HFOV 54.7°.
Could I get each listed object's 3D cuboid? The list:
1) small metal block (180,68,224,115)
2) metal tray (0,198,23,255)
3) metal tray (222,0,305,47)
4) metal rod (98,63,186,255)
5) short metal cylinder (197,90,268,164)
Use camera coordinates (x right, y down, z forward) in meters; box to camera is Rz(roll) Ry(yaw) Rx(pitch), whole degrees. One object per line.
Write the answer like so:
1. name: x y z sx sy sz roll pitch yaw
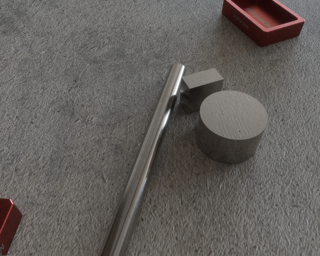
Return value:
1. small metal block: 0.057 -0.051 0.430 0.050 0.050 0.025 -18 53 -15
2. metal tray: -0.200 0.128 0.289 0.091 0.030 0.130 5 50 3
3. metal tray: 0.188 -0.208 0.577 0.091 0.030 0.130 -20 53 -17
4. metal rod: -0.011 0.021 0.385 0.025 0.025 0.300 12 51 9
5. short metal cylinder: 0.088 -0.002 0.390 0.081 0.050 0.080 0 50 0
